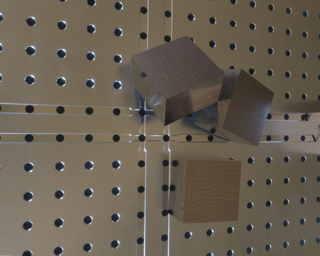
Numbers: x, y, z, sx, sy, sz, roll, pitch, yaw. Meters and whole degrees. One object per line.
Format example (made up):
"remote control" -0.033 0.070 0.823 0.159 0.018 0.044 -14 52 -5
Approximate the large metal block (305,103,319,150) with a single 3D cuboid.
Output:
"large metal block" 0.295 -0.001 0.495 0.050 0.080 0.080 -30 100 -18

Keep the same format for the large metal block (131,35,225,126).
"large metal block" 0.020 -0.061 0.387 0.081 0.050 0.080 -25 59 -18

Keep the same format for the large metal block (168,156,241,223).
"large metal block" 0.060 0.081 0.423 0.081 0.050 0.080 4 89 -20

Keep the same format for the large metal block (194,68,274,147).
"large metal block" 0.104 -0.027 0.428 0.080 0.050 0.080 24 82 -36
